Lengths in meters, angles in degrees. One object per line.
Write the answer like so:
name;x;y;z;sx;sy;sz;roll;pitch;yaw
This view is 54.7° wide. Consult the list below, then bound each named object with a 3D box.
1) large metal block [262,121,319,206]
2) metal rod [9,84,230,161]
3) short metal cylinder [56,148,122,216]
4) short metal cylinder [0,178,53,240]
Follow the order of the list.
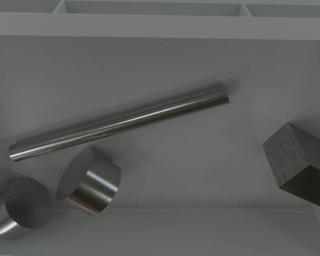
large metal block;0.195;0.049;0.418;0.080;0.080;0.050;25;126;-20
metal rod;-0.061;-0.003;0.405;0.301;0.025;0.025;-15;129;12
short metal cylinder;-0.100;0.076;0.436;0.080;0.080;0.050;-37;121;27
short metal cylinder;-0.215;0.124;0.475;0.050;0.080;0.080;-32;123;24
